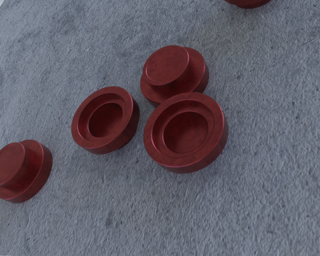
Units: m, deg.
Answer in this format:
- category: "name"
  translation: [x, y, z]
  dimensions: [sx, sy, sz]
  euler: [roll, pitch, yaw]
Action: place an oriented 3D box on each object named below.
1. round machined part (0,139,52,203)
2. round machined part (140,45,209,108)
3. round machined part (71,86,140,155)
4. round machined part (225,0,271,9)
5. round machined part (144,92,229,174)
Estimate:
- category: "round machined part"
  translation: [-0.217, 0.061, 0.470]
  dimensions: [0.098, 0.042, 0.098]
  euler: [-13, 56, 21]
- category: "round machined part"
  translation: [0.015, -0.076, 0.432]
  dimensions: [0.098, 0.042, 0.098]
  euler: [-13, 56, 21]
- category: "round machined part"
  translation: [-0.071, -0.007, 0.435]
  dimensions: [0.098, 0.042, 0.098]
  euler: [-13, 56, 21]
- category: "round machined part"
  translation: [0.136, -0.215, 0.453]
  dimensions: [0.098, 0.042, 0.098]
  euler: [-13, 56, 21]
- category: "round machined part"
  translation: [0.034, 0.009, 0.370]
  dimensions: [0.098, 0.042, 0.098]
  euler: [-13, 56, 21]
